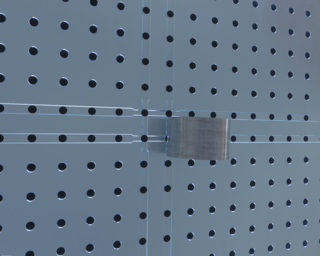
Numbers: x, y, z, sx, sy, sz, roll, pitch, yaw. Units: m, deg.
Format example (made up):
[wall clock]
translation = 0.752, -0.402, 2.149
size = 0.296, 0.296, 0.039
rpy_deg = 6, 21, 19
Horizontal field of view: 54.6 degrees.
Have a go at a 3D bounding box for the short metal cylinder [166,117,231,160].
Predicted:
[short metal cylinder]
translation = 0.049, 0.013, 0.401
size = 0.081, 0.080, 0.050
rpy_deg = 3, 89, -20
